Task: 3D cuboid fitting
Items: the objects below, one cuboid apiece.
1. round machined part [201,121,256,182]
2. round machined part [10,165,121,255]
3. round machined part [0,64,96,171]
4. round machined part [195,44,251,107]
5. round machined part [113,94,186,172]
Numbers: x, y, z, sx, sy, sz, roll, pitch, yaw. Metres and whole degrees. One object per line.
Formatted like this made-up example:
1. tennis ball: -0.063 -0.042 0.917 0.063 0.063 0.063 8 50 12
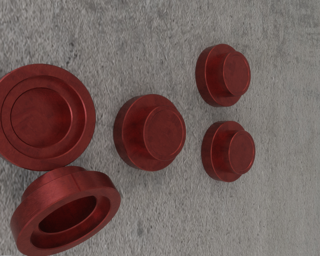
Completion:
1. round machined part: 0.114 0.037 0.489 0.099 0.042 0.097 0 90 -40
2. round machined part: -0.091 0.074 0.296 0.099 0.042 0.097 -26 145 -20
3. round machined part: -0.116 -0.010 0.296 0.099 0.042 0.097 0 90 -40
4. round machined part: 0.104 -0.082 0.480 0.099 0.042 0.097 0 90 -40
5. round machined part: -0.005 0.006 0.389 0.099 0.042 0.097 0 90 -40
